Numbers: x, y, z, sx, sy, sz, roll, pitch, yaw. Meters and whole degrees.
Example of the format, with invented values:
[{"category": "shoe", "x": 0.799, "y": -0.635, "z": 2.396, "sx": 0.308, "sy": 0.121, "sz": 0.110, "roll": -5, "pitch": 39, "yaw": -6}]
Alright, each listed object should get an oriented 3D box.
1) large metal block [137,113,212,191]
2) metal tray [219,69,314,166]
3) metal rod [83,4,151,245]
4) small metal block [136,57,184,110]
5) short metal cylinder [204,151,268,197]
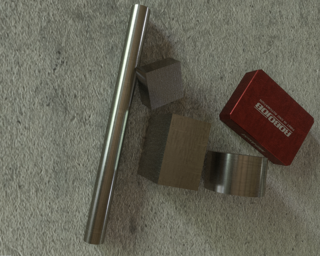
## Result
[{"category": "large metal block", "x": 0.015, "y": 0.028, "z": 0.386, "sx": 0.050, "sy": 0.080, "sz": 0.080, "roll": 14, "pitch": 86, "yaw": -20}, {"category": "metal tray", "x": 0.164, "y": -0.014, "z": 0.469, "sx": 0.130, "sy": 0.030, "sz": 0.090, "roll": 37, "pitch": 78, "yaw": -17}, {"category": "metal rod", "x": -0.053, "y": -0.008, "z": 0.390, "sx": 0.025, "sy": 0.025, "sz": 0.298, "roll": 12, "pitch": 86, "yaw": -20}, {"category": "small metal block", "x": 0.001, "y": -0.058, "z": 0.398, "sx": 0.050, "sy": 0.025, "sz": 0.050, "roll": -24, "pitch": 124, "yaw": -24}, {"category": "short metal cylinder", "x": 0.102, "y": 0.060, "z": 0.419, "sx": 0.081, "sy": 0.080, "sz": 0.050, "roll": 8, "pitch": 88, "yaw": -20}]
